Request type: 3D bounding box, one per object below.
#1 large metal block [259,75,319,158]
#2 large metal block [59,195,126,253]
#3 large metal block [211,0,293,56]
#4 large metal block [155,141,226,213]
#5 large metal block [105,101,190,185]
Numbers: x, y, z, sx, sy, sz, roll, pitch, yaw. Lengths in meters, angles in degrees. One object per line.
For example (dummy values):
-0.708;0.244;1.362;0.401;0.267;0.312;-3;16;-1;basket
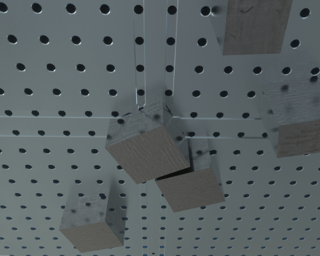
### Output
0.169;-0.016;0.365;0.080;0.080;0.050;-8;130;6;large metal block
-0.114;0.168;0.537;0.080;0.050;0.080;-13;129;10;large metal block
0.078;-0.120;0.275;0.050;0.080;0.079;-2;130;1;large metal block
0.045;0.074;0.460;0.080;0.050;0.080;-16;129;13;large metal block
-0.014;0.022;0.414;0.080;0.050;0.080;-21;127;16;large metal block
